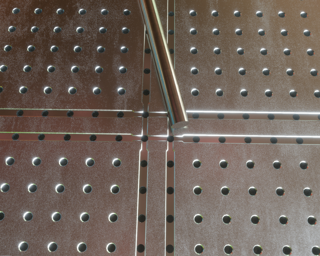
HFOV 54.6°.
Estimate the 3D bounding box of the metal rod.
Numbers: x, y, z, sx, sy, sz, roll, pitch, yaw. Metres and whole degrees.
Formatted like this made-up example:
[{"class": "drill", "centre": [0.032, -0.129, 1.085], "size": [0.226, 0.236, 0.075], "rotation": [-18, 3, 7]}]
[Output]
[{"class": "metal rod", "centre": [-0.006, -0.141, 0.463], "size": [0.025, 0.025, 0.299], "rotation": [-12, 70, -4]}]
